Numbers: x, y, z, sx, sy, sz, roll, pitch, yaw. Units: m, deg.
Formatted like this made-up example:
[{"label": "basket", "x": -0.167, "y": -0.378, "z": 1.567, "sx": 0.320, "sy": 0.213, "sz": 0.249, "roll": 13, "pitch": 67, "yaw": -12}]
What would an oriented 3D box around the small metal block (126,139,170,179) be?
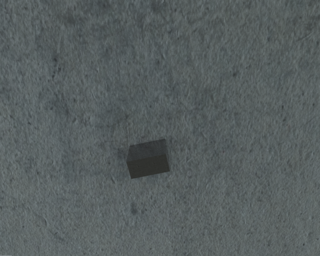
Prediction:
[{"label": "small metal block", "x": -0.015, "y": 0.040, "z": 0.411, "sx": 0.050, "sy": 0.050, "sz": 0.025, "roll": -12, "pitch": 110, "yaw": 4}]
